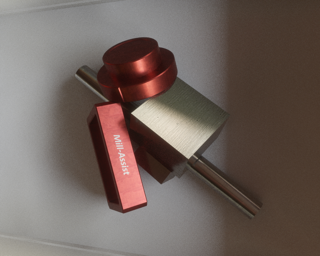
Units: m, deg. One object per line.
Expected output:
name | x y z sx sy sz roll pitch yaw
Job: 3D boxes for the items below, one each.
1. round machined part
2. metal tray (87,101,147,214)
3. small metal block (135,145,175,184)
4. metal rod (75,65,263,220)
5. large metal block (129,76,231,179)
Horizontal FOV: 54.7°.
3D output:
round machined part | -0.031 -0.077 0.378 0.098 0.098 0.042 -2 130 19
metal tray | -0.059 0.038 0.396 0.030 0.090 0.129 -13 84 -22
small metal block | -0.002 0.042 0.395 0.050 0.050 0.025 40 103 15
metal rod | 0.001 0.010 0.408 0.300 0.025 0.025 38 102 15
large metal block | 0.021 -0.002 0.366 0.080 0.050 0.080 39 59 15
